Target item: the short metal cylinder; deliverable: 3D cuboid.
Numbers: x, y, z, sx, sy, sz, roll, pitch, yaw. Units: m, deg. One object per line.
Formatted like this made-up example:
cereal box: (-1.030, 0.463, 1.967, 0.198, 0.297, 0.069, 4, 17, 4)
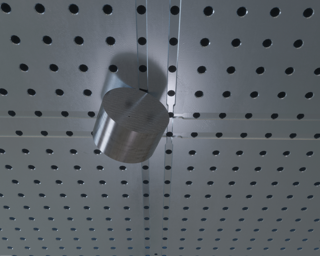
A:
short metal cylinder: (-0.035, -0.004, 0.371, 0.080, 0.080, 0.050, 16, 128, -13)
